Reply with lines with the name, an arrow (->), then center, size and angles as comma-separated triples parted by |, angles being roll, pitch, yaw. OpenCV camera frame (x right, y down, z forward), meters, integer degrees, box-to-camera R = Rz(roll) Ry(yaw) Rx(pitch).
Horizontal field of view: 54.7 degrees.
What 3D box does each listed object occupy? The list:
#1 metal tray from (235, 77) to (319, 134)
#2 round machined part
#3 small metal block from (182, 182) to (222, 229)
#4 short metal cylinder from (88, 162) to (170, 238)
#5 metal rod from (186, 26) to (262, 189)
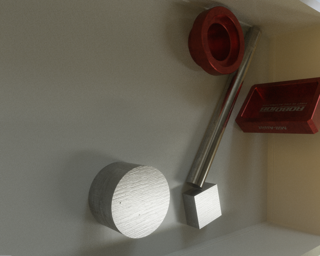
metal tray -> 0.199, -0.035, 0.509 | 0.030, 0.130, 0.090 | 46, 62, -31
round machined part -> 0.081, -0.127, 0.465 | 0.099, 0.042, 0.097 | 0, 90, -40
small metal block -> 0.063, 0.114, 0.462 | 0.050, 0.025, 0.050 | -17, 101, -39
short metal cylinder -> -0.035, 0.082, 0.363 | 0.081, 0.050, 0.079 | 0, 90, -40
metal rod -> 0.110, -0.044, 0.501 | 0.025, 0.025, 0.300 | 39, 66, -34
